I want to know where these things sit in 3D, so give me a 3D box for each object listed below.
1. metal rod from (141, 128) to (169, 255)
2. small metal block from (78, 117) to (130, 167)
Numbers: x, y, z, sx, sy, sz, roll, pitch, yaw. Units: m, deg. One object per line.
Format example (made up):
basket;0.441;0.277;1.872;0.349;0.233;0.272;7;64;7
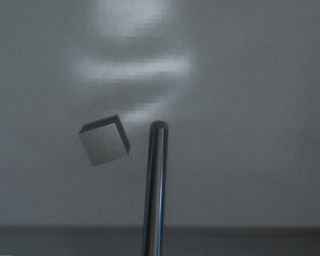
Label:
metal rod;-0.010;0.147;0.378;0.025;0.025;0.299;4;75;-2
small metal block;-0.074;0.018;0.417;0.050;0.025;0.050;-17;110;6
